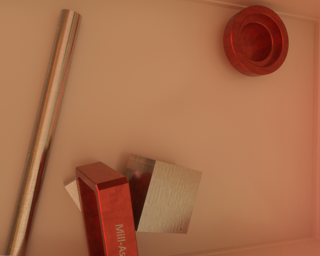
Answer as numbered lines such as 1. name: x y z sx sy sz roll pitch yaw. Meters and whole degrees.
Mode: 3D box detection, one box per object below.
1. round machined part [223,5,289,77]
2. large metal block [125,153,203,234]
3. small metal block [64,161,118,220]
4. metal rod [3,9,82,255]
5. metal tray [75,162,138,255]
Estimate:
1. round machined part: 0.135 -0.123 0.453 0.099 0.042 0.097 0 90 -21
2. large metal block: -0.001 0.082 0.385 0.080 0.050 0.080 19 83 -40
3. small metal block: -0.082 0.076 0.381 0.050 0.025 0.050 -32 101 -17
4. metal rod: -0.136 0.009 0.360 0.025 0.025 0.298 13 86 -20
5. metal tray: -0.056 0.108 0.329 0.030 0.090 0.129 -11 99 -27
